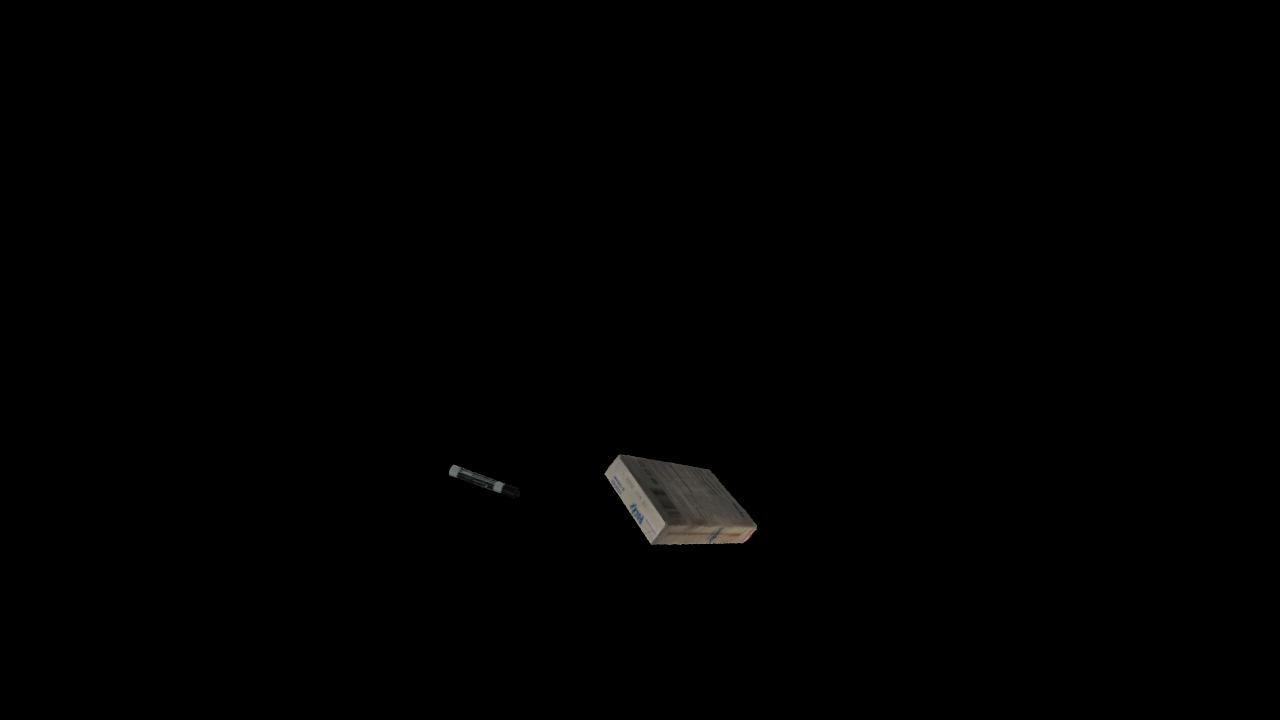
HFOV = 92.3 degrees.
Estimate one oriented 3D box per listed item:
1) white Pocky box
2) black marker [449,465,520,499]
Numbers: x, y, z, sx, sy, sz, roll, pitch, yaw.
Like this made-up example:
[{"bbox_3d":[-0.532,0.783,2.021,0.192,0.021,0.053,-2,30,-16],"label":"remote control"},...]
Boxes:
[{"bbox_3d":[0.042,0.133,0.578,0.154,0.028,0.084,20,23,-49],"label":"white Pocky box"},{"bbox_3d":[-0.250,0.197,0.994,0.121,0.020,0.020,18,3,8],"label":"black marker"}]
